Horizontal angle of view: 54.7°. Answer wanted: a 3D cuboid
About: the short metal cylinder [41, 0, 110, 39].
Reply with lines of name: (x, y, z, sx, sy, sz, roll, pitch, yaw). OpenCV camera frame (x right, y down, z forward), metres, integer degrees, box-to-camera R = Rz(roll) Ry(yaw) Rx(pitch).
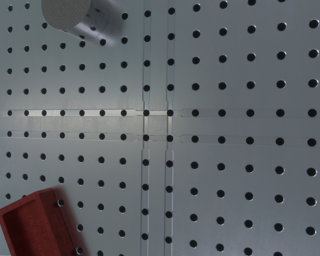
short metal cylinder: (-0.119, -0.173, 0.441, 0.080, 0.050, 0.080, 0, 90, 20)

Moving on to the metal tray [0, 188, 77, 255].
metal tray: (-0.188, 0.170, 0.476, 0.090, 0.030, 0.130, -27, 81, 18)
